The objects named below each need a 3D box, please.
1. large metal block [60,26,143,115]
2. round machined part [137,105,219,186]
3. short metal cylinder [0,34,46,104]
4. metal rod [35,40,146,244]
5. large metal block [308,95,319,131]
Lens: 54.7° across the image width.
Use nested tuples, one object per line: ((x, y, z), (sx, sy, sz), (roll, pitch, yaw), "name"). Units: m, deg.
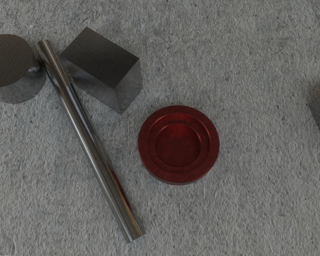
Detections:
((-0.072, -0.071, 0.404), (0.080, 0.080, 0.050), (33, 73, 11), "large metal block")
((0.022, 0.024, 0.391), (0.099, 0.042, 0.098), (0, 70, -1), "round machined part")
((-0.204, -0.079, 0.421), (0.081, 0.050, 0.080), (0, 70, 0), "short metal cylinder")
((-0.098, 0.005, 0.405), (0.025, 0.025, 0.299), (-27, 72, -10), "metal rod")
((0.257, -0.013, 0.403), (0.081, 0.050, 0.080), (-13, 71, -5), "large metal block")
